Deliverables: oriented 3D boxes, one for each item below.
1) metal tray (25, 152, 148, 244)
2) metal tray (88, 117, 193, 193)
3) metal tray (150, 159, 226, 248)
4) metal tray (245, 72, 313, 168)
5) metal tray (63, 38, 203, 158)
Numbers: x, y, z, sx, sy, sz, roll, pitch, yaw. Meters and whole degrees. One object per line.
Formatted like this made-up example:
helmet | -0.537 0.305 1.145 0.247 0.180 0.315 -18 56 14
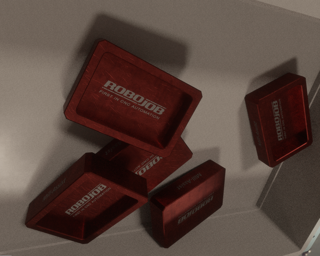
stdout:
metal tray | -0.089 0.091 0.379 0.090 0.030 0.130 33 121 -32
metal tray | -0.029 0.046 0.419 0.130 0.030 0.090 -39 130 -2
metal tray | 0.046 0.116 0.484 0.131 0.030 0.089 -26 129 -32
metal tray | 0.192 -0.011 0.493 0.090 0.030 0.129 -28 119 -11
metal tray | -0.029 -0.030 0.347 0.131 0.030 0.090 24 99 -24
